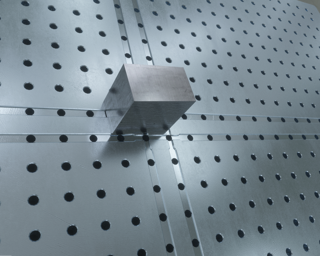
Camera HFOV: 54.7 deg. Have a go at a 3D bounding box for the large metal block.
[{"bbox_3d":[-0.016,-0.033,0.386,0.081,0.080,0.050,-3,63,-30],"label":"large metal block"}]
